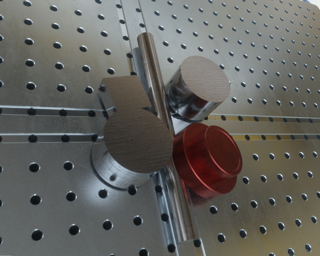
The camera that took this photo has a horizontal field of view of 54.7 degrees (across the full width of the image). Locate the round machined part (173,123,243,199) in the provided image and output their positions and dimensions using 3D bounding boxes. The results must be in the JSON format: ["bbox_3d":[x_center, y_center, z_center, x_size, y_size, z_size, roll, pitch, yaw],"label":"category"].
[{"bbox_3d":[0.066,0.036,0.391,0.098,0.042,0.098,27,45,-31],"label":"round machined part"}]

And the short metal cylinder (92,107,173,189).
[{"bbox_3d":[-0.032,0.023,0.355,0.081,0.050,0.080,14,56,-21],"label":"short metal cylinder"}]

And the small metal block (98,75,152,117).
[{"bbox_3d":[-0.046,-0.039,0.402,0.050,0.025,0.050,-12,68,-33],"label":"small metal block"}]

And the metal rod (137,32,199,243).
[{"bbox_3d":[0.004,-0.006,0.409,0.025,0.025,0.299,3,60,-27],"label":"metal rod"}]

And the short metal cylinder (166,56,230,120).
[{"bbox_3d":[0.054,-0.058,0.451,0.081,0.050,0.080,14,56,-21],"label":"short metal cylinder"}]
